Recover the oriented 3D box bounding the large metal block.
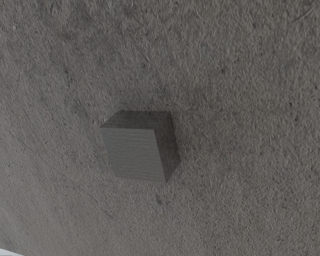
[{"bbox_3d":[-0.025,0.024,0.419,0.080,0.050,0.080,2,120,27],"label":"large metal block"}]
